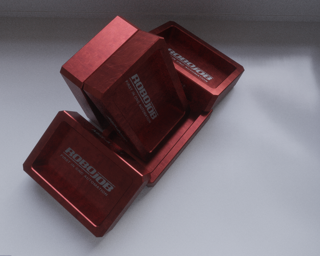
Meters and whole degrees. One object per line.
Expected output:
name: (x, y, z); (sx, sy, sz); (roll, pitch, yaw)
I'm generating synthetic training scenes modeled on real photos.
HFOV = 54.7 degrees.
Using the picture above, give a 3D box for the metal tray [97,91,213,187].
metal tray: (-0.005, 0.000, 0.405); (0.090, 0.030, 0.130); (37, 74, 12)

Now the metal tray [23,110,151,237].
metal tray: (-0.088, 0.051, 0.367); (0.130, 0.030, 0.090); (38, 98, 12)

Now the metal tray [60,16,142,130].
metal tray: (-0.059, -0.059, 0.372); (0.030, 0.130, 0.090); (38, 75, 13)

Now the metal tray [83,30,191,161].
metal tray: (-0.017, -0.031, 0.350); (0.030, 0.130, 0.090); (31, 71, 35)

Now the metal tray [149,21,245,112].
metal tray: (0.038, -0.088, 0.420); (0.130, 0.030, 0.090); (37, 49, 12)
